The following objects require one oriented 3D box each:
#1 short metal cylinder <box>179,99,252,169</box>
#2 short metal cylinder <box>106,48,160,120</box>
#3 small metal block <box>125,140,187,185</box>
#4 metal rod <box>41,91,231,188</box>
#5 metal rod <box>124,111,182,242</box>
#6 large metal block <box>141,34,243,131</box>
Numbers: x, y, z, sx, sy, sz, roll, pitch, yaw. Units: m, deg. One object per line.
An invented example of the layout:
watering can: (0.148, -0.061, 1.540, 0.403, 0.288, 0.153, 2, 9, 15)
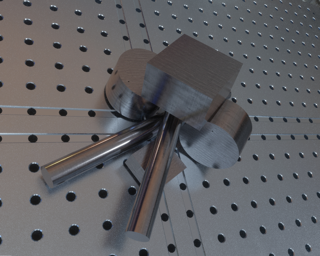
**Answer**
short metal cylinder: (0.072, 0.007, 0.404, 0.080, 0.080, 0.050, 40, 52, -1)
short metal cylinder: (-0.025, -0.057, 0.409, 0.081, 0.050, 0.080, 14, 56, -21)
small metal block: (-0.005, 0.045, 0.374, 0.050, 0.025, 0.050, -32, 80, -38)
metal rod: (-0.005, -0.003, 0.403, 0.302, 0.025, 0.025, -26, 76, -37)
metal rod: (0.016, -0.010, 0.386, 0.025, 0.025, 0.300, 27, 52, -12)
large metal block: (0.037, -0.056, 0.360, 0.080, 0.050, 0.080, 32, 50, 14)
